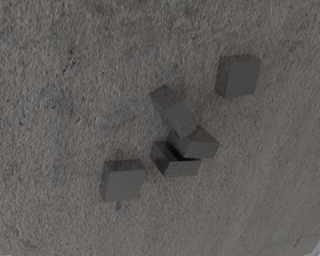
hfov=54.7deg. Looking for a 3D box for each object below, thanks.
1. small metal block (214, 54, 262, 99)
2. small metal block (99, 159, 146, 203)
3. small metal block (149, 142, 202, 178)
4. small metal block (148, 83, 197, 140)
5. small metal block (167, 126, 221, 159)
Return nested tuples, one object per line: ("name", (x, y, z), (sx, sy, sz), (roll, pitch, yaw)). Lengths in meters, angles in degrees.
("small metal block", (0.105, -0.071, 0.421), (0.050, 0.025, 0.050), (-11, 123, -23))
("small metal block", (-0.052, 0.072, 0.423), (0.050, 0.025, 0.050), (0, 119, -29))
("small metal block", (0.021, 0.042, 0.428), (0.050, 0.050, 0.025), (1, 118, -29))
("small metal block", (0.016, -0.021, 0.386), (0.025, 0.050, 0.050), (-35, 129, -6))
("small metal block", (0.045, 0.018, 0.426), (0.050, 0.050, 0.025), (6, 116, -31))
